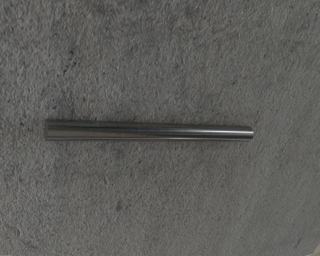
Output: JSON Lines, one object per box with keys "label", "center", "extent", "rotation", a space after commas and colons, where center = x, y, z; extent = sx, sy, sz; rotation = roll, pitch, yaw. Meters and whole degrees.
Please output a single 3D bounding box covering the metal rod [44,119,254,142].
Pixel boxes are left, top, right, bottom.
{"label": "metal rod", "center": [0.006, 0.006, 0.414], "extent": [0.302, 0.025, 0.025], "rotation": [2, 118, -29]}
